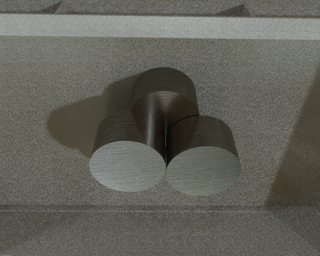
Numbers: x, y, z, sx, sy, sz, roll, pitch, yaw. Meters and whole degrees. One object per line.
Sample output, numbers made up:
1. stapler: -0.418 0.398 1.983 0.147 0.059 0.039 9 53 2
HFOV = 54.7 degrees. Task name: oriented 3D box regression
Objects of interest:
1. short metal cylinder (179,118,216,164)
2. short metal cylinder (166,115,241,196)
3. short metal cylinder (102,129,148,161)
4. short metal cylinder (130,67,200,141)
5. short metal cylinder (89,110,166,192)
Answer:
1. short metal cylinder: 0.042 0.030 0.416 0.081 0.050 0.079 0 130 0
2. short metal cylinder: 0.047 0.032 0.351 0.081 0.050 0.079 0 130 0
3. short metal cylinder: -0.040 0.026 0.412 0.081 0.050 0.079 0 130 0
4. short metal cylinder: 0.005 -0.025 0.370 0.081 0.050 0.079 0 130 0
5. short metal cylinder: -0.034 0.027 0.347 0.081 0.050 0.079 0 130 0
